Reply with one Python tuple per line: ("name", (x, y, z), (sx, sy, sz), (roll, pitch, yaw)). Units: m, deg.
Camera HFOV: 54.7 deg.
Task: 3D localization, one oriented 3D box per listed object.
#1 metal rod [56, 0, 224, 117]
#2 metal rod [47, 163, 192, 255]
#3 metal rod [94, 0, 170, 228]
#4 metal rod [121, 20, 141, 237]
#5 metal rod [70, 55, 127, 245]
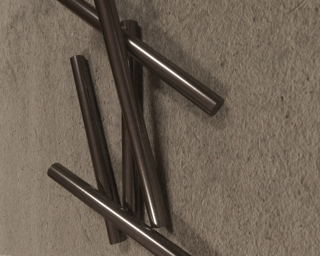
("metal rod", (-0.042, -0.112, 0.408), (0.300, 0.025, 0.025), (40, 115, 22))
("metal rod", (-0.041, 0.125, 0.406), (0.300, 0.025, 0.025), (27, 107, 26))
("metal rod", (-0.035, -0.019, 0.393), (0.025, 0.025, 0.298), (-10, 95, 39))
("metal rod", (-0.041, 0.000, 0.436), (0.025, 0.025, 0.298), (-1, 89, 39))
("metal rod", (-0.099, 0.026, 0.483), (0.025, 0.025, 0.299), (-24, 75, 37))
